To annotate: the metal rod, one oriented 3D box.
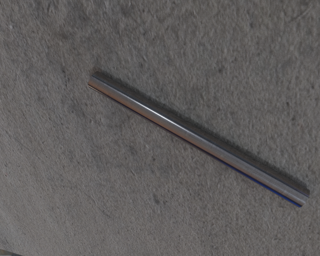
[{"bbox_3d":[0.042,0.010,0.389,0.301,0.025,0.025,30,128,8],"label":"metal rod"}]
